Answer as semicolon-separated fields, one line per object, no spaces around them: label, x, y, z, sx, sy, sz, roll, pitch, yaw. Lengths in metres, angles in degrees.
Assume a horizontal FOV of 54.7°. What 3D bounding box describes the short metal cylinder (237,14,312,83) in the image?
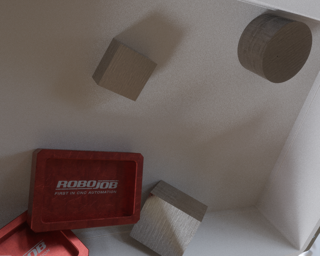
short metal cylinder;0.152;-0.106;0.412;0.081;0.050;0.079;-14;125;-21

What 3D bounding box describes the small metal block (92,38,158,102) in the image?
small metal block;-0.040;-0.065;0.348;0.050;0.025;0.050;22;107;-37

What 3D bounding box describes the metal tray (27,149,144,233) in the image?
metal tray;-0.086;0.073;0.377;0.131;0.030;0.089;5;86;-31

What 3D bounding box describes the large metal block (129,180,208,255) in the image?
large metal block;0.013;0.138;0.459;0.079;0.080;0.050;-65;168;18

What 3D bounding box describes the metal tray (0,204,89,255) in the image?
metal tray;-0.157;0.155;0.342;0.131;0.090;0.030;-38;168;-43
